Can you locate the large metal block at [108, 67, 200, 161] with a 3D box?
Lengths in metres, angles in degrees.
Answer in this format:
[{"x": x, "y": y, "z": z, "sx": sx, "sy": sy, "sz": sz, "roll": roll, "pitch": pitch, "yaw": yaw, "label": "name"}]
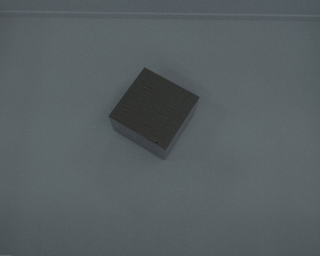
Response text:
[{"x": -0.007, "y": -0.017, "z": 0.399, "sx": 0.080, "sy": 0.050, "sz": 0.080, "roll": 30, "pitch": 72, "yaw": 10, "label": "large metal block"}]
